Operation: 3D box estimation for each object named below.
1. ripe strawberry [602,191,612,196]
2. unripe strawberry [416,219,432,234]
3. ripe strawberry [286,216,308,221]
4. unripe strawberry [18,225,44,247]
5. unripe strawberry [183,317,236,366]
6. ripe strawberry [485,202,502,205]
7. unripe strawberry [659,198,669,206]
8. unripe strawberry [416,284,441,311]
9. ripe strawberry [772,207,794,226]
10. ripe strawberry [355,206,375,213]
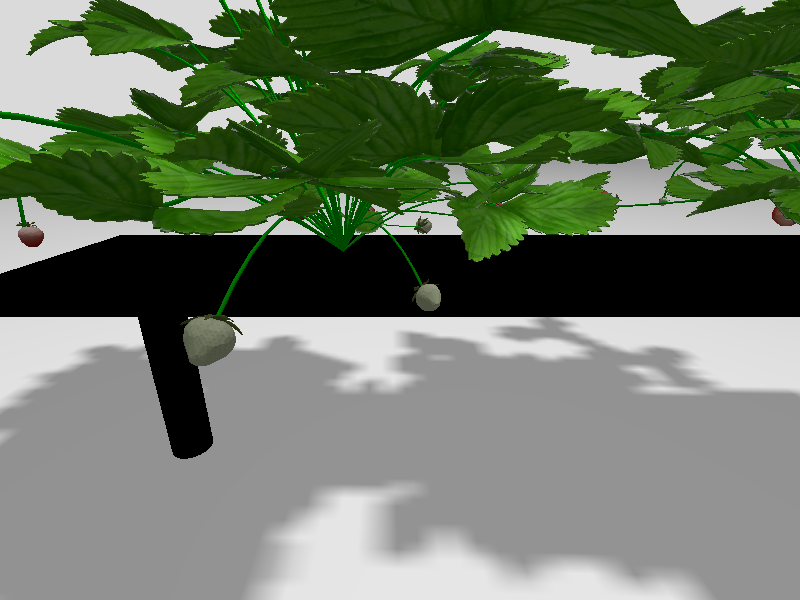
[{"bbox_3d":[0.249,-0.121,0.510,0.036,0.038,0.039,-18,27,-38],"label":"ripe strawberry"},{"bbox_3d":[0.026,-0.078,0.424,0.016,0.016,0.017,-19,28,-41],"label":"unripe strawberry"},{"bbox_3d":[-0.129,-0.114,0.490,0.038,0.033,0.038,-11,23,-26],"label":"ripe strawberry"},{"bbox_3d":[-0.298,-0.051,0.324,0.015,0.018,0.018,-2,21,-6],"label":"unripe strawberry"},{"bbox_3d":[-0.082,0.018,0.171,0.021,0.021,0.018,3,-36,9],"label":"unripe strawberry"},{"bbox_3d":[0.102,-0.091,0.433,0.032,0.033,0.029,-11,24,-28],"label":"ripe strawberry"},{"bbox_3d":[0.370,-0.138,0.562,0.011,0.011,0.011,-3,21,-7],"label":"unripe strawberry"},{"bbox_3d":[0.017,-0.001,0.226,0.015,0.015,0.016,-10,42,-24],"label":"unripe strawberry"},{"bbox_3d":[0.454,-0.102,0.471,0.028,0.029,0.030,9,22,22],"label":"ripe strawberry"},{"bbox_3d":[-0.042,-0.105,0.484,0.024,0.021,0.024,1,15,3],"label":"ripe strawberry"}]
